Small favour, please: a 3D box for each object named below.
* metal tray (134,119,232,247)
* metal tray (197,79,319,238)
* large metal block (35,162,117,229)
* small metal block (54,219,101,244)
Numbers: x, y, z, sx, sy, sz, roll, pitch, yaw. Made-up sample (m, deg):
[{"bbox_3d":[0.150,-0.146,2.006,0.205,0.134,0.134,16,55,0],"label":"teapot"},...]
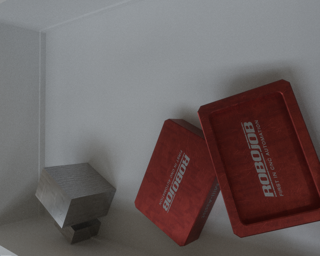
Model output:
[{"bbox_3d":[0.026,0.064,0.380,0.090,0.030,0.129,32,109,35],"label":"metal tray"},{"bbox_3d":[0.098,0.029,0.299,0.090,0.030,0.129,-18,78,14],"label":"metal tray"},{"bbox_3d":[-0.129,0.099,0.474,0.080,0.081,0.050,34,111,34],"label":"large metal block"},{"bbox_3d":[-0.132,0.154,0.497,0.050,0.050,0.025,31,110,35],"label":"small metal block"}]
